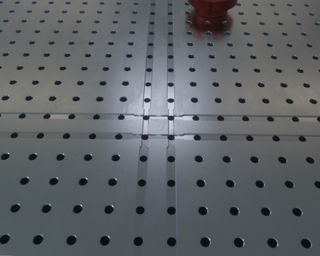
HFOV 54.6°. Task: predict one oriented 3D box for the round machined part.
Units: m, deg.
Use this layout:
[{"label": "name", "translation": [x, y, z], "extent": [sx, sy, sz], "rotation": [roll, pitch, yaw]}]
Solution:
[{"label": "round machined part", "translation": [0.102, -0.253, 0.610], "extent": [0.099, 0.042, 0.098], "rotation": [0, 50, 0]}]
